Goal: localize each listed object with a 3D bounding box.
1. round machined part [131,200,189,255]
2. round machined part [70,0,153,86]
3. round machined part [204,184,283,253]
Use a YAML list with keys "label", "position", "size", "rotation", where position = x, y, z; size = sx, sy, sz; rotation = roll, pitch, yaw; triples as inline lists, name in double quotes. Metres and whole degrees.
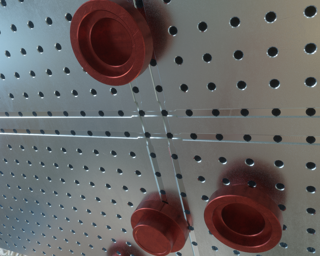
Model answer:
- label: "round machined part"
  position: [-0.005, 0.169, 0.506]
  size: [0.098, 0.042, 0.097]
  rotation: [13, 124, 20]
- label: "round machined part"
  position: [-0.052, -0.102, 0.363]
  size: [0.098, 0.042, 0.097]
  rotation: [13, 124, 20]
- label: "round machined part"
  position: [0.112, 0.115, 0.411]
  size: [0.098, 0.042, 0.097]
  rotation: [13, 124, 20]
